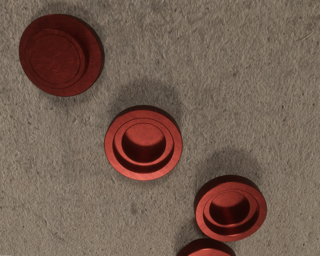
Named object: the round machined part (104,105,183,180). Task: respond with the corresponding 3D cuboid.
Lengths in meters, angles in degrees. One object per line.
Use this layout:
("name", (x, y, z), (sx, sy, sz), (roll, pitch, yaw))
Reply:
("round machined part", (-0.021, 0.016, 0.406), (0.099, 0.042, 0.097), (0, 110, -1))

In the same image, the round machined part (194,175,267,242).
("round machined part", (0.097, 0.109, 0.442), (0.099, 0.042, 0.097), (0, 110, -1))

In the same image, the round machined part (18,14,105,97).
("round machined part", (-0.119, -0.084, 0.368), (0.099, 0.042, 0.097), (0, 110, -1))

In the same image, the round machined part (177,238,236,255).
("round machined part", (0.071, 0.212, 0.480), (0.099, 0.042, 0.097), (0, 110, -1))
